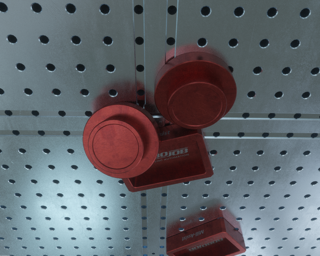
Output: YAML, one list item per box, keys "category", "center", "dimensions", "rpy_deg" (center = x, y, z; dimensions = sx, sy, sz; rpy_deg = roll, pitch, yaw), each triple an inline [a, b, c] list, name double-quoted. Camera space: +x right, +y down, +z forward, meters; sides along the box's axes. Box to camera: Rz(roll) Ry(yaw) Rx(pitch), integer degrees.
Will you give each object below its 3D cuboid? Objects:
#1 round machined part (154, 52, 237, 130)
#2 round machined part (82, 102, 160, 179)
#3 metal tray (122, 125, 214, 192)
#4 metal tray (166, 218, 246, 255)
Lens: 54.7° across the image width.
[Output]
- category: "round machined part"
  center: [0.043, -0.037, 0.370]
  dimensions: [0.099, 0.042, 0.097]
  rpy_deg: [-1, 130, 0]
- category: "round machined part"
  center: [-0.050, 0.018, 0.388]
  dimensions: [0.099, 0.042, 0.097]
  rpy_deg: [2, 102, 7]
- category: "metal tray"
  center: [0.003, 0.043, 0.445]
  dimensions: [0.131, 0.030, 0.090]
  rpy_deg: [-13, 129, 10]
- category: "metal tray"
  center: [0.088, 0.229, 0.604]
  dimensions: [0.130, 0.030, 0.090]
  rpy_deg: [-29, 125, 22]
